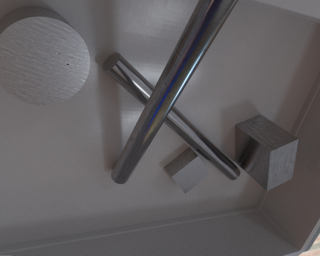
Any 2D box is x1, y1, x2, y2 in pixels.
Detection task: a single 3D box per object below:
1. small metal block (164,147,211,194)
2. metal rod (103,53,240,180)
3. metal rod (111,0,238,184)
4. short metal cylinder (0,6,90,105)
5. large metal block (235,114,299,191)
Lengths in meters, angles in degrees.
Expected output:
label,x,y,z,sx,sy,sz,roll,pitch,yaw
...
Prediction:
label,x,y,z,sx,sy,sz,roll,pitch,yaw
small metal block,0.042,0.065,0.474,0.050,0.025,0.050,-39,130,-3
metal rod,0.036,0.003,0.431,0.025,0.025,0.301,-47,130,4
metal rod,-0.001,-0.021,0.315,0.025,0.025,0.298,-3,146,-28
short metal cylinder,-0.112,-0.068,0.290,0.081,0.050,0.079,-14,125,-21
large metal block,0.164,0.037,0.488,0.050,0.080,0.079,-21,127,-16
